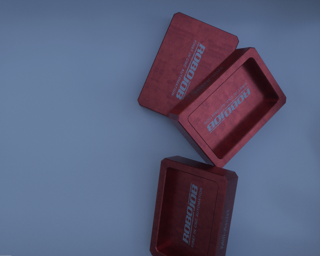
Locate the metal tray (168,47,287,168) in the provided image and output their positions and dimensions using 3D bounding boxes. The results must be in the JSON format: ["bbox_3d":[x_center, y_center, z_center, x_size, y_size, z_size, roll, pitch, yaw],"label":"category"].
[{"bbox_3d":[0.086,-0.025,0.386,0.130,0.030,0.090,-44,110,-9],"label":"metal tray"}]

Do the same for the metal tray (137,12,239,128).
[{"bbox_3d":[0.036,-0.073,0.409,0.090,0.030,0.129,23,90,-1],"label":"metal tray"}]

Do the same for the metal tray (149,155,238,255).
[{"bbox_3d":[0.038,0.107,0.377,0.090,0.030,0.129,13,99,36],"label":"metal tray"}]
